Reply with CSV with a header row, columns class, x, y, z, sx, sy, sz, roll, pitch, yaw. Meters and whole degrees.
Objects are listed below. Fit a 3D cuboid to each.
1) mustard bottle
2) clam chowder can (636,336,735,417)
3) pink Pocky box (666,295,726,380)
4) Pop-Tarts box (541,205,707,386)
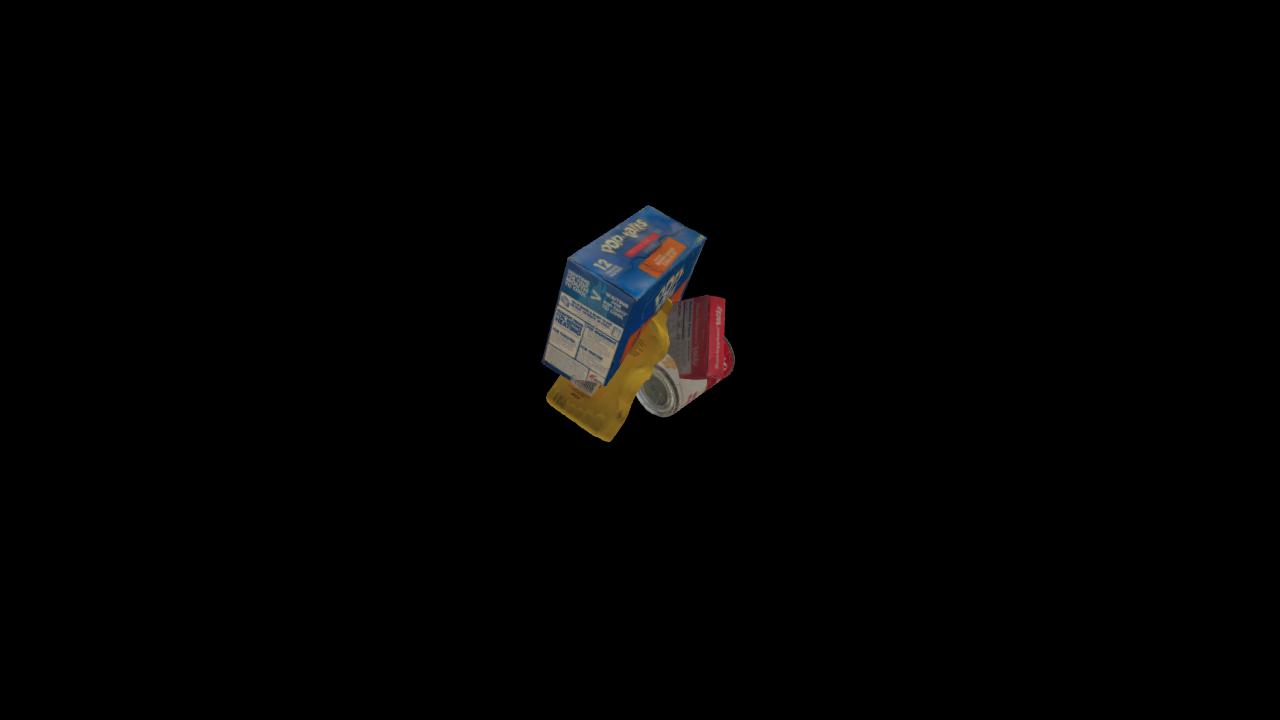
class,x,y,z,sx,sy,sz,roll,pitch,yaw
mustard bottle,-0.018,-0.012,0.654,0.092,0.184,0.054,29,-5,39
clam chowder can,0.048,0.011,0.678,0.102,0.068,0.068,-30,19,-37
pink Pocky box,0.029,-0.018,0.672,0.029,0.084,0.155,8,-10,-38
Pop-Tarts box,-0.015,-0.064,0.660,0.083,0.141,0.167,30,40,11
